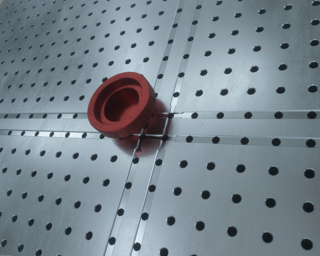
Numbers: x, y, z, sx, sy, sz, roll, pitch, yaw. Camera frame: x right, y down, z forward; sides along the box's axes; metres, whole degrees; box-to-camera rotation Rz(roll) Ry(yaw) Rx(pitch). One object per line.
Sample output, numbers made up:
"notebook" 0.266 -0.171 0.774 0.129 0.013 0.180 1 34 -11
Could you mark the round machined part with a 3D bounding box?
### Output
"round machined part" -0.049 -0.028 0.439 0.098 0.042 0.098 -13 56 20
